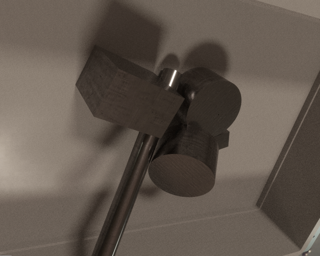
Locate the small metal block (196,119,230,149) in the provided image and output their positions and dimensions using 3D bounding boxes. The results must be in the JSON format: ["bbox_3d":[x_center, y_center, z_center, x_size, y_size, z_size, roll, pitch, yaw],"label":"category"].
[{"bbox_3d":[0.061,0.010,0.434,0.050,0.050,0.025,-17,126,-20],"label":"small metal block"}]

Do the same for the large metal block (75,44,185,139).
[{"bbox_3d":[-0.034,-0.039,0.331,0.080,0.080,0.050,19,108,-36],"label":"large metal block"}]

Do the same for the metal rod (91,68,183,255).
[{"bbox_3d":[-0.037,0.071,0.362,0.025,0.025,0.299,26,82,-37],"label":"metal rod"}]

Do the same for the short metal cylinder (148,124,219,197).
[{"bbox_3d":[0.031,0.042,0.386,0.080,0.050,0.079,9,134,9],"label":"short metal cylinder"}]

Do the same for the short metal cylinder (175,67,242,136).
[{"bbox_3d":[0.058,-0.033,0.405,0.081,0.050,0.079,-14,124,-21],"label":"short metal cylinder"}]
